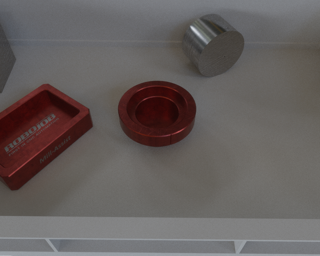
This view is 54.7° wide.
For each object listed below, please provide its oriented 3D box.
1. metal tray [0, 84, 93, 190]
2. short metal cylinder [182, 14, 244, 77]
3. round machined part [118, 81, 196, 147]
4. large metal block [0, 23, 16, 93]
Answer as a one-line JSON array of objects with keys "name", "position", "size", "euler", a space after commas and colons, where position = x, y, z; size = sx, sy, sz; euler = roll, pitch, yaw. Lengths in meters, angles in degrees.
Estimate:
[{"name": "metal tray", "position": [-0.164, 0.005, 0.395], "size": [0.090, 0.030, 0.131], "euler": [30, 56, 22]}, {"name": "short metal cylinder", "position": [0.081, -0.126, 0.477], "size": [0.081, 0.080, 0.050], "euler": [-21, 53, -17]}, {"name": "round machined part", "position": [-0.004, -0.014, 0.406], "size": [0.099, 0.042, 0.098], "euler": [0, 50, 0]}, {"name": "large metal block", "position": [-0.262, -0.107, 0.456], "size": [0.050, 0.080, 0.080], "euler": [-1, 50, -1]}]
